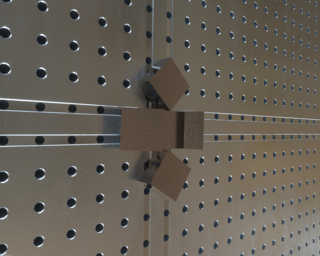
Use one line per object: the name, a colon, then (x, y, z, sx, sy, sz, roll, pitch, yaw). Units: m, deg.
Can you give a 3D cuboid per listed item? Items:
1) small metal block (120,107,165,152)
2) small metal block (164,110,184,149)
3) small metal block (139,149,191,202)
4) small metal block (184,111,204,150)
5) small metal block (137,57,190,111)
small metal block: (-0.021, 0.002, 0.374, 0.050, 0.025, 0.050, 2, 89, -4)
small metal block: (0.007, 0.003, 0.413, 0.050, 0.025, 0.050, 2, 88, -40)
small metal block: (0.008, 0.063, 0.414, 0.050, 0.025, 0.050, 41, 66, -31)
small metal block: (0.048, 0.004, 0.431, 0.050, 0.025, 0.050, 11, 80, -80)
small metal block: (0.006, -0.057, 0.413, 0.050, 0.025, 0.050, -52, 120, -28)
